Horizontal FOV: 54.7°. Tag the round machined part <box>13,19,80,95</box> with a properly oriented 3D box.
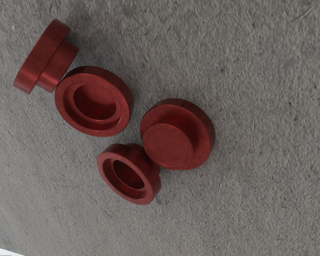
[{"bbox_3d":[-0.136,-0.082,0.386,0.042,0.098,0.098,32,132,-21],"label":"round machined part"}]

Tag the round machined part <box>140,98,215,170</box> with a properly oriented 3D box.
[{"bbox_3d":[0.017,0.015,0.396,0.098,0.042,0.097,13,124,21],"label":"round machined part"}]

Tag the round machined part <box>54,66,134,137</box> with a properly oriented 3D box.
[{"bbox_3d":[-0.082,-0.038,0.404,0.098,0.042,0.097,6,130,8],"label":"round machined part"}]

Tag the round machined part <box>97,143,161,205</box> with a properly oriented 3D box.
[{"bbox_3d":[-0.039,0.061,0.446,0.098,0.042,0.097,22,136,23],"label":"round machined part"}]
